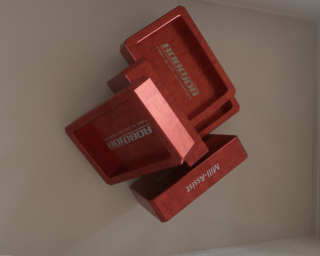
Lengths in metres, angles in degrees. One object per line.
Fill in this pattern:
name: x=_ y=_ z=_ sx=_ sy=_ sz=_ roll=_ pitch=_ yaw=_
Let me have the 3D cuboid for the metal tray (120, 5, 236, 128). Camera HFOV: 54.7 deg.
metal tray: x=0.024 y=-0.071 z=0.384 sx=0.090 sy=0.030 sz=0.130 roll=-38 pitch=102 yaw=-16

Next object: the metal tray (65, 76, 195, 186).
metal tray: x=-0.038 y=0.010 z=0.341 sx=0.090 sy=0.130 sz=0.030 roll=55 pitch=43 yaw=-12

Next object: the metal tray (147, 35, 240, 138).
metal tray: x=0.040 y=-0.055 z=0.423 sx=0.090 sy=0.030 sz=0.130 roll=-36 pitch=101 yaw=-15

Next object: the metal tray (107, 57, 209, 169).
metal tray: x=-0.006 y=-0.015 z=0.372 sx=0.030 sy=0.090 sz=0.130 roll=-39 pitch=103 yaw=-16

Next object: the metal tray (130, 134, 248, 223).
metal tray: x=0.033 y=0.055 z=0.388 sx=0.131 sy=0.090 sz=0.030 roll=-34 pitch=102 yaw=-17
